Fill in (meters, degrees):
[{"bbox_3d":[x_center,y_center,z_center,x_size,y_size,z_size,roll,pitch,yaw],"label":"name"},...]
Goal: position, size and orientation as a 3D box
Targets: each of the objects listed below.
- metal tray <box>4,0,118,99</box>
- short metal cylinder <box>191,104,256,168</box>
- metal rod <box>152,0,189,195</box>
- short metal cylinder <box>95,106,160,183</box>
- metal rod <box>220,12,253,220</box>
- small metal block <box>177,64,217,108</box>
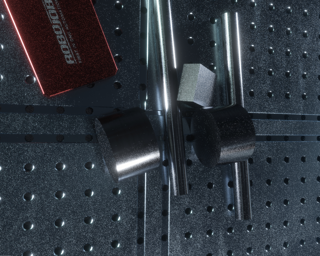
[{"bbox_3d":[-0.117,-0.110,0.367,0.091,0.030,0.129,-23,98,-19],"label":"metal tray"},{"bbox_3d":[0.082,0.010,0.415,0.050,0.080,0.079,-9,93,-20],"label":"short metal cylinder"},{"bbox_3d":[0.013,-0.059,0.418,0.025,0.025,0.298,-7,92,-20],"label":"metal rod"},{"bbox_3d":[-0.040,0.019,0.369,0.050,0.080,0.080,-18,96,-19],"label":"short metal cylinder"},{"bbox_3d":[0.112,-0.016,0.455,0.025,0.025,0.298,-5,92,-20],"label":"metal rod"},{"bbox_3d":[0.051,-0.055,0.420,0.050,0.025,0.050,16,84,-53],"label":"small metal block"}]
